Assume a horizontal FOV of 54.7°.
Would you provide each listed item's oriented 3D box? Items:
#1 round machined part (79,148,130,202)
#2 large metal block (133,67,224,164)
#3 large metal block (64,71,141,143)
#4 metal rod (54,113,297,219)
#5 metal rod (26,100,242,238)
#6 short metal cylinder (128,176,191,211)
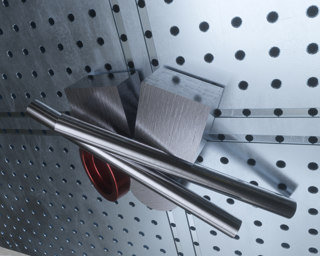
[{"bbox_3d":[-0.074,0.055,0.454,0.098,0.042,0.097,33,137,37],"label":"round machined part"},{"bbox_3d":[0.020,-0.016,0.368,0.080,0.050,0.079,22,127,15],"label":"large metal block"},{"bbox_3d":[-0.066,-0.025,0.405,0.080,0.050,0.080,1,119,27],"label":"large metal block"},{"bbox_3d":[0.021,0.047,0.376,0.302,0.025,0.025,21,128,-2],"label":"metal rod"},{"bbox_3d":[-0.038,0.047,0.389,0.301,0.025,0.025,30,128,8],"label":"metal rod"},{"bbox_3d":[0.002,0.068,0.430,0.080,0.050,0.079,13,124,21],"label":"short metal cylinder"}]
